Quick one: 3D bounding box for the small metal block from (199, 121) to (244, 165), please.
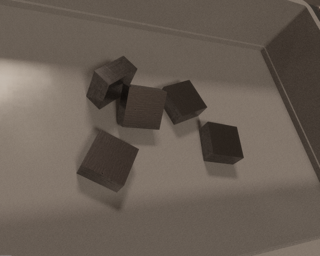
[{"bbox_3d":[0.087,0.022,0.441,0.050,0.025,0.050,9,58,-24],"label":"small metal block"}]

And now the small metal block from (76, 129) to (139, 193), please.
[{"bbox_3d":[-0.058,0.037,0.352,0.050,0.025,0.050,29,52,-11],"label":"small metal block"}]

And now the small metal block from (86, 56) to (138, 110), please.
[{"bbox_3d":[-0.061,-0.057,0.392,0.025,0.050,0.050,44,51,7],"label":"small metal block"}]

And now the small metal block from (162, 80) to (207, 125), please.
[{"bbox_3d":[0.032,-0.038,0.448,0.050,0.025,0.050,-21,73,-36],"label":"small metal block"}]

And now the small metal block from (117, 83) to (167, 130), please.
[{"bbox_3d":[-0.023,-0.027,0.393,0.050,0.050,0.025,5,15,-26],"label":"small metal block"}]
